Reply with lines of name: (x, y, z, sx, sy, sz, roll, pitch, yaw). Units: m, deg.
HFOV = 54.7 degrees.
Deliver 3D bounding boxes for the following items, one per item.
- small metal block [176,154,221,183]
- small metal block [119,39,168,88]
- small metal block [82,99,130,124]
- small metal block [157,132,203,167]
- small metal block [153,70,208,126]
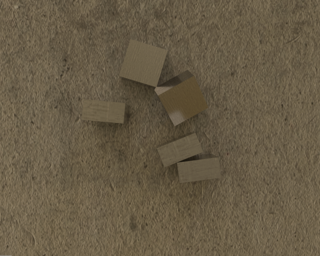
small metal block: (0.047, 0.051, 0.398, 0.050, 0.050, 0.025, -8, 90, 0)
small metal block: (-0.021, -0.083, 0.410, 0.050, 0.025, 0.050, 17, 90, 0)
small metal block: (-0.068, -0.020, 0.397, 0.050, 0.050, 0.025, 5, 90, 0)
small metal block: (0.024, 0.026, 0.398, 0.050, 0.050, 0.025, -22, 90, 0)
small metal block: (0.027, -0.038, 0.399, 0.050, 0.025, 0.050, -29, 121, 0)
